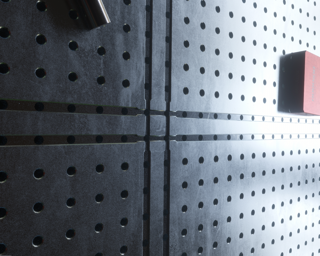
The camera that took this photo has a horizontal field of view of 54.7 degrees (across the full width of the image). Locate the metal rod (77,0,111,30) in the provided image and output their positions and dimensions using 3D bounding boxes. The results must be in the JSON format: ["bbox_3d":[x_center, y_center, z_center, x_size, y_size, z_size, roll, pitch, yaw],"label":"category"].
[{"bbox_3d":[-0.122,-0.247,0.306,0.025,0.025,0.299,-35,112,-34],"label":"metal rod"}]

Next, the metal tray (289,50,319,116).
[{"bbox_3d":[0.320,-0.094,0.673,0.091,0.030,0.129,5,87,-40],"label":"metal tray"}]
